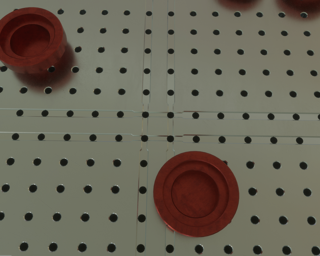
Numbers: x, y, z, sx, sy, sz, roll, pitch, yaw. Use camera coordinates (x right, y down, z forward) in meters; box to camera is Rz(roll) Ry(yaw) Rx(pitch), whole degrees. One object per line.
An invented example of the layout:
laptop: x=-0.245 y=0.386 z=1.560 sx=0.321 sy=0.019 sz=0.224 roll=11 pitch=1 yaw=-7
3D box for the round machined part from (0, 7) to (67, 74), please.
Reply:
round machined part: x=-0.183 y=-0.120 z=0.446 sx=0.099 sy=0.042 sz=0.098 roll=0 pitch=70 yaw=0

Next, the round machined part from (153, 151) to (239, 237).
round machined part: x=0.041 y=0.080 z=0.374 sx=0.099 sy=0.042 sz=0.098 roll=0 pitch=70 yaw=0
